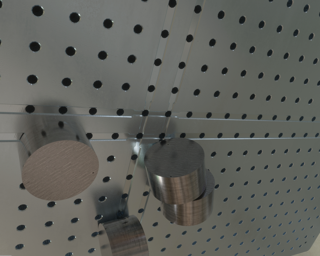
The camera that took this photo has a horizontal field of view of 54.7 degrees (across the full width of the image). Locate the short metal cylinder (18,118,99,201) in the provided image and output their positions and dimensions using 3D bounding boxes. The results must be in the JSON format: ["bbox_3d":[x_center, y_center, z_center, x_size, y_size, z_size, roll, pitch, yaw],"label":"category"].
[{"bbox_3d":[-0.116,0.036,0.354,0.081,0.050,0.079,-14,124,-21],"label":"short metal cylinder"}]

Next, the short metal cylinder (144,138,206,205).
[{"bbox_3d":[0.022,0.057,0.425,0.081,0.080,0.050,-21,127,-16],"label":"short metal cylinder"}]

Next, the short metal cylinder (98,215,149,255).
[{"bbox_3d":[-0.055,0.174,0.455,0.050,0.080,0.079,-8,122,-25],"label":"short metal cylinder"}]

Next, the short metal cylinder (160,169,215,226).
[{"bbox_3d":[0.039,0.097,0.459,0.081,0.080,0.050,-16,125,-20],"label":"short metal cylinder"}]
